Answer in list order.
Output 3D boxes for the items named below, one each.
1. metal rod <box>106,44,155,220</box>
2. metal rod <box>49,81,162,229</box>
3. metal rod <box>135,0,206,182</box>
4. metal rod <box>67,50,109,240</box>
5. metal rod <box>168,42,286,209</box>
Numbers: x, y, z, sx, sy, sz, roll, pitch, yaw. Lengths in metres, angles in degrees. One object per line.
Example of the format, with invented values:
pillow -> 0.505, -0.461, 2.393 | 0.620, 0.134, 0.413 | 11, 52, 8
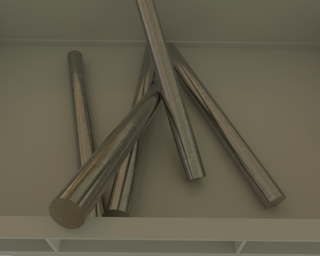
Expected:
metal rod -> -0.028, -0.022, 0.423 | 0.025, 0.025, 0.300 | 5, 50, 4
metal rod -> -0.026, -0.006, 0.331 | 0.025, 0.025, 0.301 | 11, 26, 9
metal rod -> 0.005, -0.080, 0.399 | 0.025, 0.025, 0.299 | -12, 74, -10
metal rod -> -0.101, -0.003, 0.406 | 0.025, 0.025, 0.300 | -11, 51, -9
metal rod -> 0.070, -0.025, 0.427 | 0.025, 0.025, 0.300 | -17, 52, -14
